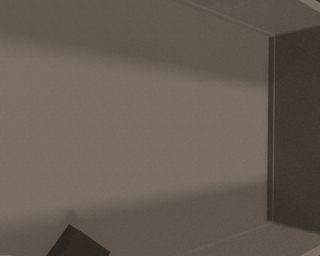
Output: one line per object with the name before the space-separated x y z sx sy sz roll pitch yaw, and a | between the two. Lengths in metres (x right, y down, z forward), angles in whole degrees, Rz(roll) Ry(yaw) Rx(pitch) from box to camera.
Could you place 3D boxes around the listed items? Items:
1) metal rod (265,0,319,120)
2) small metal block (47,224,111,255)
metal rod | 0.284 -0.140 0.651 0.025 0.025 0.299 -48 119 -29
small metal block | -0.090 0.141 0.333 0.050 0.025 0.050 49 61 -29
